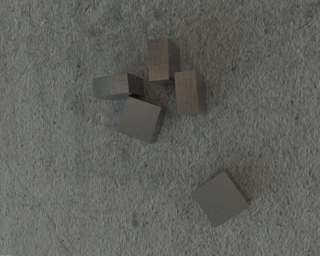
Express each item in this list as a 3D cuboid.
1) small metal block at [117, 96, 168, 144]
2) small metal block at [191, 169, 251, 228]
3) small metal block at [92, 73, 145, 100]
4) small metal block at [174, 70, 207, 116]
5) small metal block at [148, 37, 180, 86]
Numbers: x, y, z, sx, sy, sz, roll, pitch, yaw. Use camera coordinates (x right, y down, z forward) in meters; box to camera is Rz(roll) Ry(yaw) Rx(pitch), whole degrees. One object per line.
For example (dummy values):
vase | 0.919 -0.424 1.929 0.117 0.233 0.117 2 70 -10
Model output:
small metal block | -0.024 -0.011 0.417 0.050 0.025 0.050 20 97 18
small metal block | 0.076 0.086 0.382 0.050 0.025 0.050 -38 78 16
small metal block | -0.054 -0.054 0.415 0.050 0.050 0.025 -6 88 20
small metal block | 0.039 -0.041 0.382 0.025 0.050 0.050 -5 88 20
small metal block | 0.007 -0.082 0.393 0.025 0.050 0.050 -2 89 20
